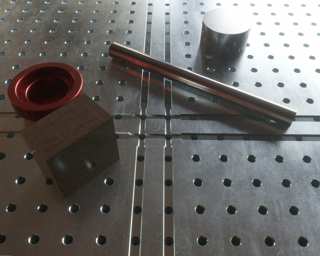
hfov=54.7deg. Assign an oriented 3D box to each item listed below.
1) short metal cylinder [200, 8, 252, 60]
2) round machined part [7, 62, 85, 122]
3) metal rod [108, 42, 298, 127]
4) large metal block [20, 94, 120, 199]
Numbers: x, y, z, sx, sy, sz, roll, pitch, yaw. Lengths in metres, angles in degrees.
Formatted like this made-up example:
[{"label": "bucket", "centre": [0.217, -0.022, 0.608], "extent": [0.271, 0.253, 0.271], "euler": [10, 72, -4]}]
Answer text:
[{"label": "short metal cylinder", "centre": [0.111, -0.162, 0.529], "extent": [0.081, 0.050, 0.080], "euler": [0, 50, 0]}, {"label": "round machined part", "centre": [-0.154, -0.045, 0.432], "extent": [0.099, 0.042, 0.098], "euler": [0, 50, 0]}, {"label": "metal rod", "centre": [0.051, -0.071, 0.468], "extent": [0.301, 0.025, 0.025], "euler": [24, 54, 19]}, {"label": "large metal block", "centre": [-0.097, 0.021, 0.353], "extent": [0.080, 0.080, 0.050], "euler": [-37, 59, -27]}]
